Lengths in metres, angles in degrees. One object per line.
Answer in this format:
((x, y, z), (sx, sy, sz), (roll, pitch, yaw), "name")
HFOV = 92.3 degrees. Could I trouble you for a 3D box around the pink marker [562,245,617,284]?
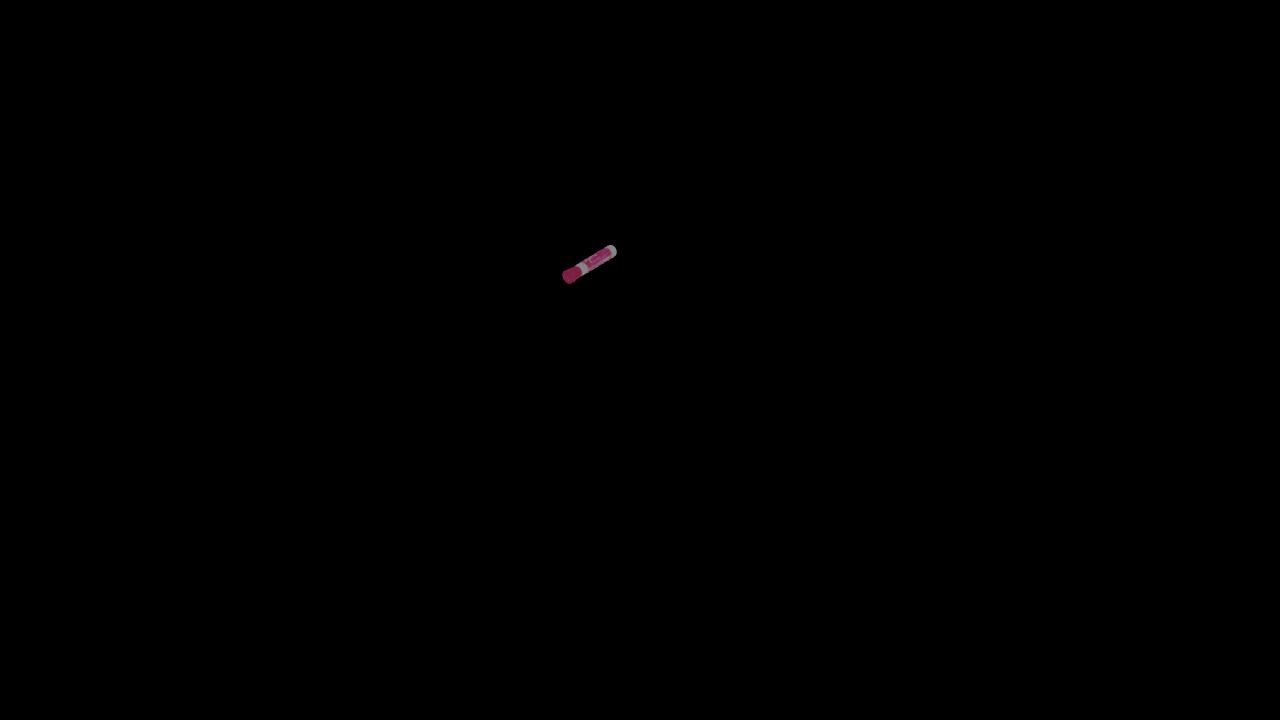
((-0.070, -0.133, 0.853), (0.020, 0.020, 0.121), (0, 26, 31), "pink marker")
